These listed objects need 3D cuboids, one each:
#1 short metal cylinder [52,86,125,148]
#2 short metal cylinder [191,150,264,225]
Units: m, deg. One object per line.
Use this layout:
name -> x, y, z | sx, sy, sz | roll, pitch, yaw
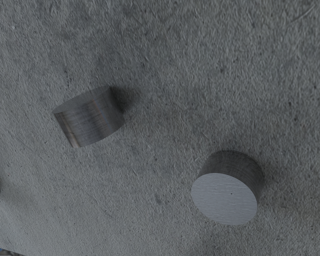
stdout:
short metal cylinder -> -0.093, -0.016, 0.411 | 0.080, 0.080, 0.050 | -10, 113, 32
short metal cylinder -> 0.086, 0.075, 0.392 | 0.080, 0.050, 0.079 | 13, 124, 21
